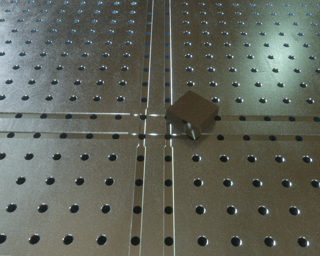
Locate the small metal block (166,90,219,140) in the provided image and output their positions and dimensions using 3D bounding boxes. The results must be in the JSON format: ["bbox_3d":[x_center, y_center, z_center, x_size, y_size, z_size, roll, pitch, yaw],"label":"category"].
[{"bbox_3d":[0.044,-0.019,0.424,0.050,0.025,0.050,34,57,25],"label":"small metal block"}]
